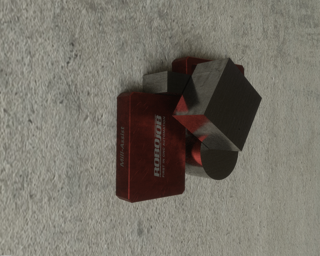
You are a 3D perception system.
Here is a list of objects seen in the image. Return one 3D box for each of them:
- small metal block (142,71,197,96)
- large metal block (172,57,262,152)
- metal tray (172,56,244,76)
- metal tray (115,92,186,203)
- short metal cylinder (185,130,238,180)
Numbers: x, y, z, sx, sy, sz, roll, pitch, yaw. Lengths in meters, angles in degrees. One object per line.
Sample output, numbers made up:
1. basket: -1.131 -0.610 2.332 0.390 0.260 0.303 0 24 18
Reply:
1. small metal block: 0.012 -0.055 0.400 0.050 0.050 0.025 1 90 -40
2. large metal block: 0.073 -0.027 0.384 0.080 0.050 0.080 40 66 -33
3. metal tray: 0.077 -0.054 0.466 0.131 0.030 0.089 -2 92 -40
4. metal tray: -0.010 0.023 0.396 0.091 0.030 0.129 1 90 -40
5. short metal cylinder: 0.068 0.032 0.446 0.081 0.050 0.080 0 91 -39
